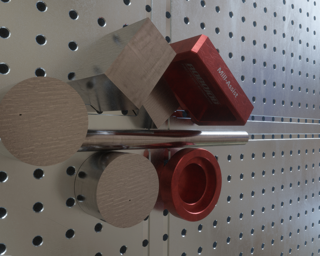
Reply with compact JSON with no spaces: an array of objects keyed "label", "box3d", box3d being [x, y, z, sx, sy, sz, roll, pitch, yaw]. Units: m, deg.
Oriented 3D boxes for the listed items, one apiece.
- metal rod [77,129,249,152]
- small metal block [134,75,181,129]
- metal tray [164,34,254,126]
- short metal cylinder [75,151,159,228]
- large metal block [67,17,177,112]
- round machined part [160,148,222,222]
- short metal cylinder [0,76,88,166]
[{"label":"metal rod","box3d":[0.025,0.015,0.429,0.302,0.025,0.025,1,90,-40]},{"label":"small metal block","box3d":[-0.008,-0.034,0.403,0.050,0.025,0.050,-47,118,-30]},{"label":"metal tray","box3d":[0.054,-0.056,0.411,0.130,0.090,0.030,47,62,-30]},{"label":"short metal cylinder","box3d":[-0.048,0.067,0.352,0.081,0.050,0.080,0,90,-40]},{"label":"large metal block","box3d":[-0.042,-0.065,0.338,0.050,0.080,0.080,47,62,-31]},{"label":"round machined part","box3d":[0.038,0.076,0.430,0.099,0.042,0.097,0,90,-40]},{"label":"short metal cylinder","box3d":[-0.117,-0.006,0.294,0.081,0.050,0.080,0,90,-40]}]
